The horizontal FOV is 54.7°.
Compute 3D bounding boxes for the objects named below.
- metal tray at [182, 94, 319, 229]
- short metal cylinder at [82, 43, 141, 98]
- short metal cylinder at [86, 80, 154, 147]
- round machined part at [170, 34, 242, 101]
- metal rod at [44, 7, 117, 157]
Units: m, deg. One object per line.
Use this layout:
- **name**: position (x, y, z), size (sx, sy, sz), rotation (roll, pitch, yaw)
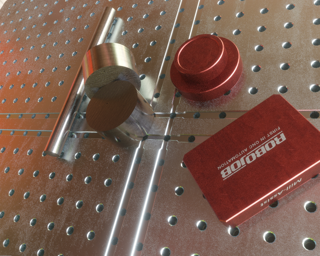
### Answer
- **metal tray**: position (0.101, 0.033, 0.332), size (0.130, 0.030, 0.090), rotation (-35, 51, 5)
- **short metal cylinder**: position (-0.072, -0.078, 0.459), size (0.080, 0.080, 0.050), rotation (-25, 53, 13)
- **short metal cylinder**: position (-0.055, -0.019, 0.433), size (0.080, 0.050, 0.080), rotation (-13, 56, 21)
- **round machined part**: position (0.058, -0.088, 0.421), size (0.098, 0.042, 0.098), rotation (-13, 56, 21)
- **metal rod**: position (-0.130, -0.092, 0.533), size (0.025, 0.025, 0.300), rotation (0, 62, 28)
